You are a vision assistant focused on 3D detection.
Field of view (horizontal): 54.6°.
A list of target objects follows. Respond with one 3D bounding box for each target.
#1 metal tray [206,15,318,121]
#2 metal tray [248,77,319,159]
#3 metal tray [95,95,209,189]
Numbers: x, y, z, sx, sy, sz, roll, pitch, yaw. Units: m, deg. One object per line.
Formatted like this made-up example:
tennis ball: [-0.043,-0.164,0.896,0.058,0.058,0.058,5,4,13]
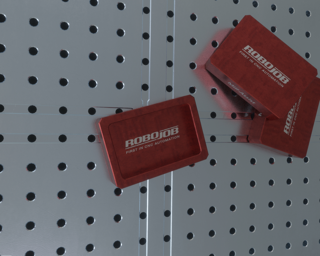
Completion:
metal tray: [0.143,-0.084,0.439,0.130,0.030,0.090,39,83,-1]
metal tray: [0.197,-0.027,0.482,0.091,0.030,0.130,19,84,-19]
metal tray: [-0.008,0.015,0.406,0.131,0.030,0.090,-17,96,-19]
